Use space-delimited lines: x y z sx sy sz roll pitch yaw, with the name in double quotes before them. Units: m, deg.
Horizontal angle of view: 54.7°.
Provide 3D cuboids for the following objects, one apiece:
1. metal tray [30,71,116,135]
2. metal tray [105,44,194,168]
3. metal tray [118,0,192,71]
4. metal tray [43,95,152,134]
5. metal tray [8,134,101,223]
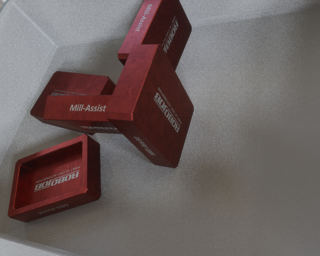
"metal tray" -0.141 -0.044 0.504 0.130 0.030 0.090 12 67 33
"metal tray" -0.003 -0.019 0.351 0.030 0.130 0.090 6 65 27
"metal tray" -0.002 -0.124 0.440 0.030 0.090 0.130 8 66 32
"metal tray" -0.062 -0.014 0.381 0.130 0.090 0.030 2 81 24
"metal tray" -0.147 0.071 0.436 0.130 0.030 0.090 -20 54 16
